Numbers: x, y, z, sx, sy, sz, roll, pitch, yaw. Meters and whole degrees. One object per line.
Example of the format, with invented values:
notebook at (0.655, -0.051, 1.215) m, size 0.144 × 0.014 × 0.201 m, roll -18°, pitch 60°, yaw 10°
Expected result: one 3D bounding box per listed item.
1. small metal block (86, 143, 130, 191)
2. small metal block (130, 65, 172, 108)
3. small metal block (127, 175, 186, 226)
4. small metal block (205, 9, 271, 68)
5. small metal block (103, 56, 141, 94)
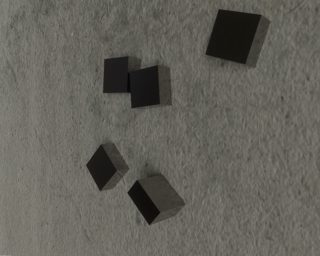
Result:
small metal block at (-0.080, 0.059, 0.468) m, size 0.050 × 0.025 × 0.050 m, roll -50°, pitch 61°, yaw 28°
small metal block at (-0.013, -0.053, 0.413) m, size 0.050 × 0.025 × 0.050 m, roll -5°, pitch 87°, yaw 39°
small metal block at (-0.004, 0.089, 0.390) m, size 0.050 × 0.050 × 0.025 m, roll 50°, pitch 119°, yaw 28°
small metal block at (0.083, -0.097, 0.335) m, size 0.050 × 0.025 × 0.050 m, roll 25°, pitch 106°, yaw 37°
small metal block at (-0.055, -0.075, 0.448) m, size 0.050 × 0.025 × 0.050 m, roll 4°, pitch 93°, yaw 39°
